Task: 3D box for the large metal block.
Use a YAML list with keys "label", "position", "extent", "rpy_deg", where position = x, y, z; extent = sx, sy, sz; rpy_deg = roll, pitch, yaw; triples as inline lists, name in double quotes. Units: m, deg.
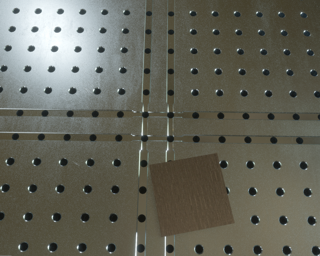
- label: "large metal block"
  position: [0.034, 0.081, 0.369]
  extent: [0.080, 0.050, 0.080]
  rpy_deg: [-10, 70, -4]
